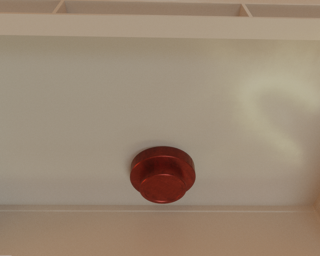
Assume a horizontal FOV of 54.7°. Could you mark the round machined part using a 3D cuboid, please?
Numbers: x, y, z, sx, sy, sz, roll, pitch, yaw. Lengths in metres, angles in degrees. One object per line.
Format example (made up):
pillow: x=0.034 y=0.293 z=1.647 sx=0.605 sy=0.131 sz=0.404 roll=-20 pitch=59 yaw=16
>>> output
round machined part: x=0.004 y=0.076 z=0.463 sx=0.099 sy=0.042 sz=0.097 roll=-1 pitch=130 yaw=0
